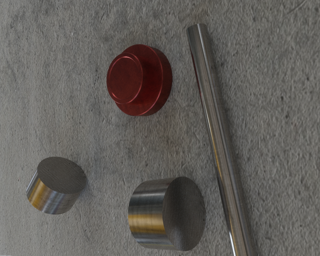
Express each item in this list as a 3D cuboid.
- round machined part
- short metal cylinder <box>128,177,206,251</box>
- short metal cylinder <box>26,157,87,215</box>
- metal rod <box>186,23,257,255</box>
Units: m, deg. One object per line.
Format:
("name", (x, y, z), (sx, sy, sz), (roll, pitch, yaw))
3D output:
("round machined part", (-0.035, -0.065, 0.421), (0.098, 0.042, 0.097), (0, 90, 39))
("short metal cylinder", (0.010, 0.099, 0.360), (0.050, 0.081, 0.080), (-14, 81, 39))
("short metal cylinder", (-0.168, 0.093, 0.505), (0.080, 0.081, 0.050), (49, 119, 28))
("metal rod", (0.070, 0.027, 0.345), (0.025, 0.025, 0.298), (-17, 79, 38))
